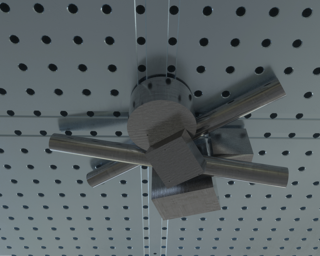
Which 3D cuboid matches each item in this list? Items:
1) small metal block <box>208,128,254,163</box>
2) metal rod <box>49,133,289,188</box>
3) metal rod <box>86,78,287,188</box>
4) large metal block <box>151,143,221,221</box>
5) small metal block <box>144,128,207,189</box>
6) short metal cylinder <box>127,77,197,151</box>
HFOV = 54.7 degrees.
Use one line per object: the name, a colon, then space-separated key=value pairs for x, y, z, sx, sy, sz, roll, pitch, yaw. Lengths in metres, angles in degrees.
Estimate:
small metal block: x=0.092 y=0.026 z=0.414 sx=0.050 sy=0.050 sz=0.025 roll=1 pitch=130 yaw=0
metal rod: x=0.003 y=0.039 z=0.394 sx=0.301 sy=0.025 sz=0.025 roll=8 pitch=131 yaw=10
metal rod: x=0.021 y=0.015 z=0.421 sx=0.300 sy=0.025 sz=0.025 roll=-27 pitch=125 yaw=21
large metal block: x=0.035 y=0.074 z=0.433 sx=0.080 sy=0.080 sz=0.050 roll=-14 pitch=129 yaw=11
small metal block: x=0.019 y=0.036 z=0.361 sx=0.050 sy=0.025 sz=0.050 roll=-28 pitch=102 yaw=22
short metal cylinder: x=0.002 y=-0.015 z=0.377 sx=0.081 sy=0.050 sz=0.079 roll=0 pitch=129 yaw=0
